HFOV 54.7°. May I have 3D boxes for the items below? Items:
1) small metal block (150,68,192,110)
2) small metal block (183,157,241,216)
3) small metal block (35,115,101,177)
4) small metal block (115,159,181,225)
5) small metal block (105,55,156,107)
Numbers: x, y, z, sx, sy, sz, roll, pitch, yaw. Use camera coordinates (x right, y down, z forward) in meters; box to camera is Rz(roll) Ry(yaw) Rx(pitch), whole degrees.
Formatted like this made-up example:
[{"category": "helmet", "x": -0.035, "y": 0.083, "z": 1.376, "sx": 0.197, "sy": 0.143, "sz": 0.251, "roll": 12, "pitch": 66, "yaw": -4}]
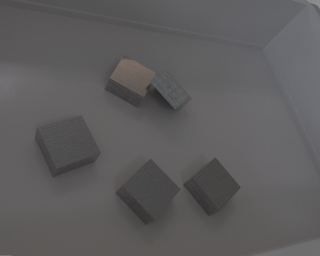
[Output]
[{"category": "small metal block", "x": 0.017, "y": -0.052, "z": 0.429, "sx": 0.050, "sy": 0.025, "sz": 0.050, "roll": 48, "pitch": 9, "yaw": 5}, {"category": "small metal block", "x": 0.067, "y": 0.074, "z": 0.396, "sx": 0.050, "sy": 0.025, "sz": 0.050, "roll": -34, "pitch": 81, "yaw": -38}, {"category": "small metal block", "x": -0.101, "y": 0.019, "z": 0.340, "sx": 0.050, "sy": 0.025, "sz": 0.050, "roll": -19, "pitch": 72, "yaw": -35}, {"category": "small metal block", "x": -0.013, "y": 0.072, "z": 0.354, "sx": 0.050, "sy": 0.025, "sz": 0.050, "roll": 46, "pitch": 51, "yaw": 3}, {"category": "small metal block", "x": -0.040, "y": -0.064, "z": 0.422, "sx": 0.050, "sy": 0.025, "sz": 0.050, "roll": 29, "pitch": 52, "yaw": -8}]
